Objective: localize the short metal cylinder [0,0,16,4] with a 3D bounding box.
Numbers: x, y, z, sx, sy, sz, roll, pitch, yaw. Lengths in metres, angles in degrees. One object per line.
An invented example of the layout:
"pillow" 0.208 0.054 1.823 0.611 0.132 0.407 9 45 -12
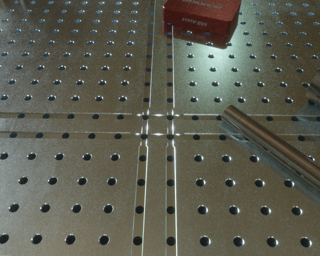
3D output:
"short metal cylinder" -0.332 -0.301 0.642 0.080 0.050 0.080 0 50 0

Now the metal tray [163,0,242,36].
"metal tray" 0.081 -0.226 0.595 0.130 0.030 0.090 18 52 14

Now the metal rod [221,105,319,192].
"metal rod" 0.192 0.064 0.354 0.025 0.025 0.300 -34 58 -25

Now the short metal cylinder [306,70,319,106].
"short metal cylinder" 0.249 -0.061 0.424 0.080 0.080 0.050 -33 57 -24
